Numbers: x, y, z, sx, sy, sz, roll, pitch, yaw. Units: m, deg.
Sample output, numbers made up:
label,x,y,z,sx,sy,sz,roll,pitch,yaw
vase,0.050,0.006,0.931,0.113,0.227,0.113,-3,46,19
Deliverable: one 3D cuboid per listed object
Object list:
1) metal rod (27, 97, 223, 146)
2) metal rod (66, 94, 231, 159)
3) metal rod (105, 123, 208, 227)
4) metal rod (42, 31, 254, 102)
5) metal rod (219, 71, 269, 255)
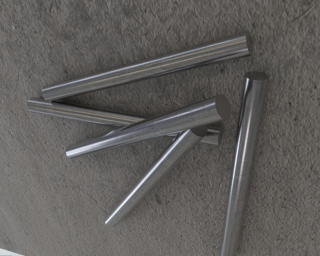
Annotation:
label,x,y,z,sx,sy,sz,roll,pitch,yaw
metal rod,-0.063,-0.014,0.431,0.301,0.025,0.025,10,123,23
metal rod,-0.041,0.009,0.401,0.299,0.025,0.025,-16,110,45
metal rod,-0.022,0.083,0.451,0.025,0.025,0.298,39,135,1
metal rod,-0.038,-0.068,0.384,0.300,0.025,0.025,-7,115,31
metal rod,0.102,0.073,0.398,0.025,0.025,0.298,13,124,21
